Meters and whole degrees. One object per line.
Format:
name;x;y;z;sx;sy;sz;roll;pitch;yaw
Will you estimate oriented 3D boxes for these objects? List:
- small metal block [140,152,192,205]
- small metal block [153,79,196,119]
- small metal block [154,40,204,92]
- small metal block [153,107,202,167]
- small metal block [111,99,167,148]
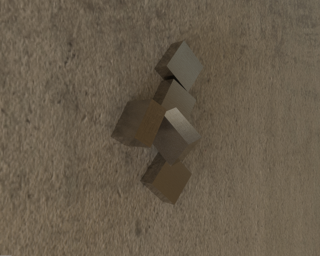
small metal block;0.009;0.066;0.415;0.050;0.025;0.050;49;61;-30
small metal block;0.017;-0.030;0.421;0.050;0.025;0.050;38;67;-34
small metal block;0.027;-0.084;0.430;0.050;0.025;0.050;46;62;-30
small metal block;0.017;0.011;0.386;0.025;0.050;0.050;-24;68;-40
small metal block;-0.026;-0.005;0.368;0.025;0.050;0.050;36;68;-33
